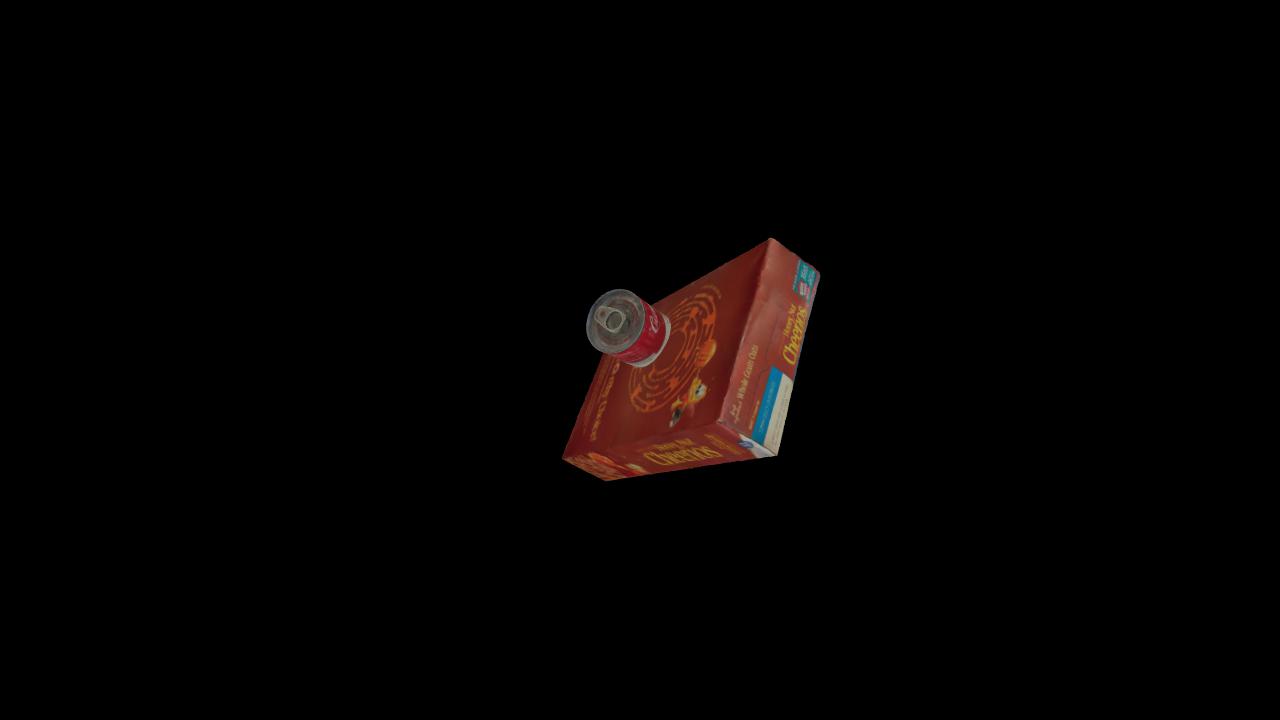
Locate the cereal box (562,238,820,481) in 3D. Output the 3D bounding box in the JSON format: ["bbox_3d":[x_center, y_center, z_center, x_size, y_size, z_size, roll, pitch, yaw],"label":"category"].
[{"bbox_3d":[0.043,0.017,0.670,0.081,0.203,0.306,32,-29,-23],"label":"cereal box"}]

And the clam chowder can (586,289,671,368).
[{"bbox_3d":[-0.002,-0.027,0.654,0.068,0.068,0.102,0,-14,29],"label":"clam chowder can"}]
